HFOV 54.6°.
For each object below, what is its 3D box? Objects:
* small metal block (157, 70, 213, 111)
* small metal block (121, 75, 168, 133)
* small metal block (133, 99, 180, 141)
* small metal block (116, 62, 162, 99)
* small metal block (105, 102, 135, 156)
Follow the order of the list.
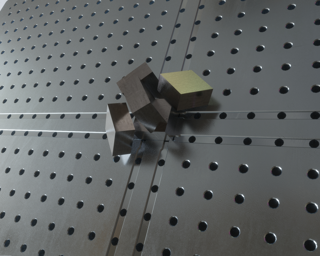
[{"bbox_3d":[0.032,-0.051,0.406,0.050,0.025,0.050,-13,44,-29],"label":"small metal block"},{"bbox_3d":[-0.020,-0.029,0.389,0.025,0.050,0.050,-31,52,8],"label":"small metal block"},{"bbox_3d":[-0.005,-0.012,0.419,0.050,0.025,0.050,1,62,27],"label":"small metal block"},{"bbox_3d":[-0.025,-0.057,0.442,0.050,0.050,0.025,-35,51,5],"label":"small metal block"},{"bbox_3d":[-0.055,0.002,0.417,0.025,0.050,0.050,-6,50,-20],"label":"small metal block"}]
